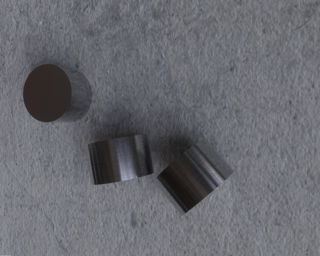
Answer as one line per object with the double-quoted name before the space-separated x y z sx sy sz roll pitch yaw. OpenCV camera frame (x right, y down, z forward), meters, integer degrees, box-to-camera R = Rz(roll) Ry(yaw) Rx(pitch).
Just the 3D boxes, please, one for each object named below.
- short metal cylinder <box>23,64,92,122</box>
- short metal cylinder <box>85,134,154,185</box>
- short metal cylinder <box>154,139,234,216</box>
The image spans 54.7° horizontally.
"short metal cylinder" -0.146 -0.048 0.446 0.080 0.050 0.079 0 90 19
"short metal cylinder" -0.051 0.039 0.397 0.080 0.080 0.050 -11 87 19
"short metal cylinder" 0.040 0.058 0.365 0.080 0.080 0.050 -44 77 14
